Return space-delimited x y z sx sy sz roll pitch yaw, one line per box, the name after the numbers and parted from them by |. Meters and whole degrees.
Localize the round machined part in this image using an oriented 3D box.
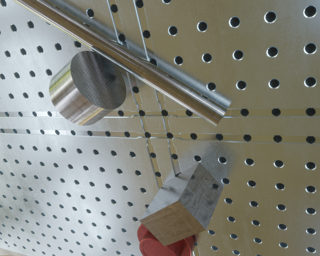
0.005 0.195 0.517 0.098 0.042 0.097 13 124 20 | round machined part

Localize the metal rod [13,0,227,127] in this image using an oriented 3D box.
-0.054 -0.092 0.381 0.301 0.025 0.025 32 128 6 | metal rod

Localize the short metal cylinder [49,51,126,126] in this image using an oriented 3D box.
-0.090 -0.049 0.391 0.050 0.080 0.080 -29 103 37 | short metal cylinder

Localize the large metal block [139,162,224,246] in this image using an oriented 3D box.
0.030 0.104 0.423 0.050 0.080 0.080 47 129 -5 | large metal block
